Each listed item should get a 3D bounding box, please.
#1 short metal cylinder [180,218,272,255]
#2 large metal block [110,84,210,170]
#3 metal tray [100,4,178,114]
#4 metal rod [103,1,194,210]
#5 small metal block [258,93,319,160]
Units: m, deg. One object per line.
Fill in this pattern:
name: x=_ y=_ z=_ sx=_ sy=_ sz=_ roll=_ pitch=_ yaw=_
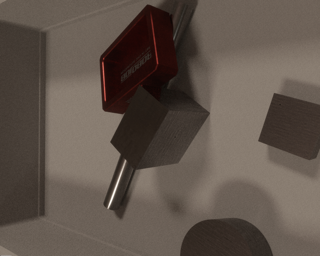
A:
short metal cylinder: x=0.069 y=0.136 z=0.323 sx=0.080 sy=0.050 sz=0.080 roll=-11 pitch=72 yaw=36
large metal block: x=0.001 y=-0.001 z=0.369 sx=0.050 sy=0.081 sz=0.080 roll=44 pitch=116 yaw=31
metal tray: x=-0.034 y=-0.083 z=0.403 sx=0.130 sy=0.030 sz=0.090 roll=-30 pitch=60 yaw=47
metal rod: x=-0.022 y=-0.018 z=0.422 sx=0.025 sy=0.025 sz=0.298 roll=32 pitch=110 yaw=35
small metal block: x=0.130 y=-0.002 z=0.299 sx=0.050 sy=0.025 sz=0.050 roll=24 pitch=105 yaw=37
